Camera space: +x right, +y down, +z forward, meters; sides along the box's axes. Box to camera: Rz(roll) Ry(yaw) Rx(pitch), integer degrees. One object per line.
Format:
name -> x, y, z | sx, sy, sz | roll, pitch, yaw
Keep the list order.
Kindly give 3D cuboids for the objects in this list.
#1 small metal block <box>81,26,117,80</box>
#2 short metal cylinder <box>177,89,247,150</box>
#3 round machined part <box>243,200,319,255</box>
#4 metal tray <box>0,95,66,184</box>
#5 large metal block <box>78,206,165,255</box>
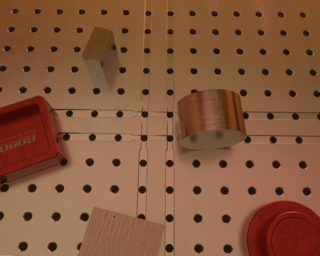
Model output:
small metal block -> -0.084, -0.104, 0.436 | 0.025, 0.050, 0.050 | 16, 71, 6
short metal cylinder -> 0.063, -0.008, 0.386 | 0.081, 0.080, 0.050 | -4, 70, -1
round machined part -> 0.149, 0.132, 0.355 | 0.099, 0.042, 0.098 | 0, 70, 0
metal tray -> -0.200, 0.021, 0.399 | 0.131, 0.030, 0.090 | -20, 71, -7
large metal block -> -0.044, 0.140, 0.347 | 0.080, 0.050, 0.080 | 14, 71, 5
